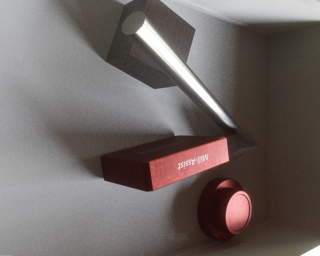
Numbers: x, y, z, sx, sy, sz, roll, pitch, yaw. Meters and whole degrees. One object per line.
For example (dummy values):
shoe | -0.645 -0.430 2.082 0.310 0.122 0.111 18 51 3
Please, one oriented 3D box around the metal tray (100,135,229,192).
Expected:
metal tray | 0.008 0.036 0.372 0.131 0.090 0.030 -13 99 -40

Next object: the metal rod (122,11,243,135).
metal rod | 0.051 -0.043 0.398 0.301 0.025 0.025 34 68 -53

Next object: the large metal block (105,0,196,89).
large metal block | -0.010 -0.103 0.384 0.080 0.050 0.080 25 74 -38

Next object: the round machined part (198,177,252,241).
round machined part | 0.108 0.129 0.489 0.099 0.042 0.097 0 90 -40

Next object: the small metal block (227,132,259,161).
small metal block | 0.117 0.031 0.487 0.050 0.050 0.025 -5 64 -40
